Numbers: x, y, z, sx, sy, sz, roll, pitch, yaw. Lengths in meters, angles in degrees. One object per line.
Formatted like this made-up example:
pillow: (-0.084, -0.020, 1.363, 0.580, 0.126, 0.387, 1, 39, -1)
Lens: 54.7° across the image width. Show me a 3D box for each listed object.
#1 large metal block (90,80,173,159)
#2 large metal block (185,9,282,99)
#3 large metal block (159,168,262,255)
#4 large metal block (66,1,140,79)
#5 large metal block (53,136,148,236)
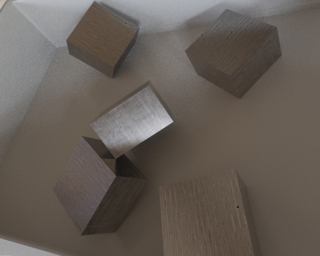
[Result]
large metal block: (-0.033, -0.015, 0.390, 0.080, 0.050, 0.080, -33, 11, 6)
large metal block: (0.094, -0.097, 0.399, 0.080, 0.050, 0.080, -46, 51, -4)
large metal block: (0.049, 0.095, 0.306, 0.080, 0.050, 0.080, -17, 55, 18)
large metal block: (-0.090, -0.140, 0.498, 0.080, 0.050, 0.080, 30, 75, -4)
large metal block: (-0.074, 0.068, 0.371, 0.080, 0.050, 0.080, 40, 105, 38)
